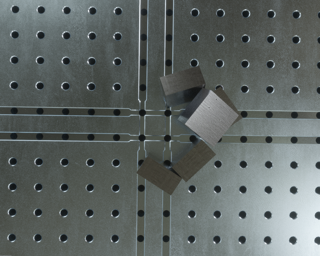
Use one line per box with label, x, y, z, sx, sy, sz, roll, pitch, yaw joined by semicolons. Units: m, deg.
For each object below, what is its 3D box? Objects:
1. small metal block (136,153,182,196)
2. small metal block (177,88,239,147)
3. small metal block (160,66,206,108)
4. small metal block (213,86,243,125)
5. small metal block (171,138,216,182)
small metal block;-0.001;0.058;0.401;0.050;0.050;0.025;33;90;-1
small metal block;0.059;-0.013;0.381;0.050;0.025;0.050;38;90;-22
small metal block;0.029;-0.052;0.399;0.050;0.050;0.025;-17;76;0
small metal block;0.073;-0.019;0.414;0.050;0.025;0.050;-35;91;-1
small metal block;0.041;0.040;0.402;0.050;0.050;0.025;-43;90;0
